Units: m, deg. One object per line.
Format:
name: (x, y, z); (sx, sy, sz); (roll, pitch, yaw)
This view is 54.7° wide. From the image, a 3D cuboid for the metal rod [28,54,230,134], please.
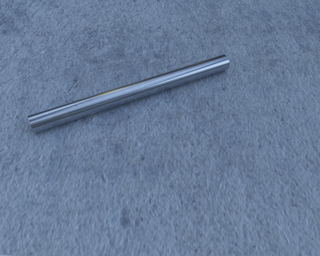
metal rod: (-0.032, -0.054, 0.448); (0.302, 0.025, 0.025); (-20, 53, -17)
